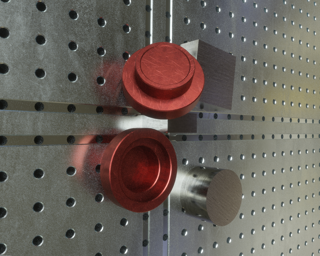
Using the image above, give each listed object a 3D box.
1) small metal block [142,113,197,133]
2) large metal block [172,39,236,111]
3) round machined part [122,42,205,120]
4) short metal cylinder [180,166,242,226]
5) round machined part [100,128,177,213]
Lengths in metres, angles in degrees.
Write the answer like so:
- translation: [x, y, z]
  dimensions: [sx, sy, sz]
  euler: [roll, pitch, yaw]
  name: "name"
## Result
- translation: [0.012, -0.007, 0.403]
  dimensions: [0.050, 0.050, 0.025]
  euler: [1, 90, -40]
  name: "small metal block"
- translation: [0.061, -0.071, 0.443]
  dimensions: [0.081, 0.050, 0.080]
  euler: [10, 84, -40]
  name: "large metal block"
- translation: [0.004, -0.062, 0.366]
  dimensions: [0.099, 0.042, 0.098]
  euler: [2, 63, -4]
  name: "round machined part"
- translation: [0.076, 0.098, 0.457]
  dimensions: [0.081, 0.050, 0.080]
  euler: [0, 90, -40]
  name: "short metal cylinder"
- translation: [-0.029, 0.048, 0.374]
  dimensions: [0.099, 0.042, 0.097]
  euler: [0, 90, -40]
  name: "round machined part"
